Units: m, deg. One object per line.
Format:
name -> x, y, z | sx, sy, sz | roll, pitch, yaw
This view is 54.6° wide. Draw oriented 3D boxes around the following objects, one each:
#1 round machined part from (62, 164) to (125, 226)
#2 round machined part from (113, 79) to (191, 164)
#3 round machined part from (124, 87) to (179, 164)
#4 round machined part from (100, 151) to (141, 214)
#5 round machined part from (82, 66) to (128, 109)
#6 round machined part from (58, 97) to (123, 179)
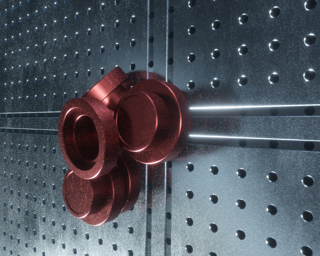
round machined part -> -0.096, 0.084, 0.424 | 0.098, 0.042, 0.097 | 0, 90, 40
round machined part -> -0.016, -0.008, 0.356 | 0.098, 0.042, 0.097 | -1, 89, 40
round machined part -> -0.018, -0.004, 0.387 | 0.098, 0.042, 0.097 | 0, 90, 40
round machined part -> -0.077, 0.075, 0.436 | 0.098, 0.042, 0.097 | 0, 90, 40
round machined part -> -0.081, -0.040, 0.442 | 0.098, 0.098, 0.042 | -34, 104, 35
round machined part -> -0.081, 0.010, 0.383 | 0.098, 0.042, 0.097 | 10, 105, 41
